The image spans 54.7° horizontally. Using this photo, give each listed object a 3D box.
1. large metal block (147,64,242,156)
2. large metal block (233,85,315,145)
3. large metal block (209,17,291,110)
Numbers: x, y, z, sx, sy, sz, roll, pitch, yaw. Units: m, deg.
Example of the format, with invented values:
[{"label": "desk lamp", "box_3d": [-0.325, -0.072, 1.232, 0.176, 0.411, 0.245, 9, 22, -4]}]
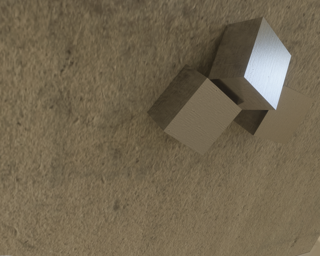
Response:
[{"label": "large metal block", "box_3d": [0.045, -0.022, 0.403, 0.080, 0.050, 0.080, 33, 100, -39]}, {"label": "large metal block", "box_3d": [0.171, -0.027, 0.470, 0.081, 0.050, 0.080, 14, 111, -34]}, {"label": "large metal block", "box_3d": [0.114, -0.076, 0.387, 0.080, 0.050, 0.080, 32, 72, -39]}]
